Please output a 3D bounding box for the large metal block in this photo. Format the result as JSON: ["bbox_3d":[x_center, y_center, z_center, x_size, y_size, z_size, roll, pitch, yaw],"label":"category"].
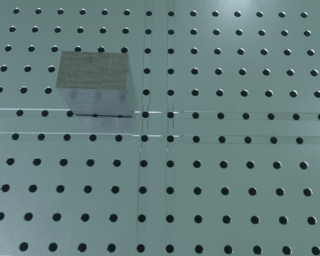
[{"bbox_3d":[-0.079,-0.055,0.402,0.080,0.080,0.050,2,70,1],"label":"large metal block"}]
